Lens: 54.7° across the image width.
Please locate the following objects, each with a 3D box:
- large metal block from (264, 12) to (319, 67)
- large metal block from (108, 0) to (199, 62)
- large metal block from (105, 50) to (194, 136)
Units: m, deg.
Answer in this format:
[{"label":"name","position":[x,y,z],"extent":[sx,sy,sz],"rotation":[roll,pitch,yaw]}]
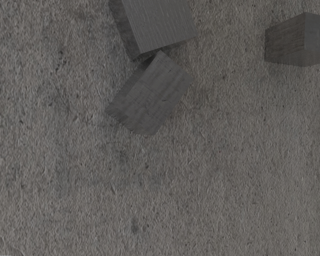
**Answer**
[{"label":"large metal block","position":[0.214,-0.126,0.458],"extent":[0.081,0.080,0.050],"rotation":[3,89,-20]},{"label":"large metal block","position":[-0.009,-0.138,0.392],"extent":[0.081,0.050,0.080],"rotation":[-23,98,-19]},{"label":"large metal block","position":[-0.016,-0.039,0.374],"extent":[0.050,0.080,0.080],"rotation":[38,78,-16]}]
